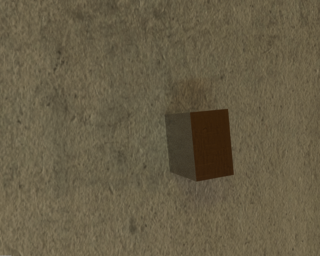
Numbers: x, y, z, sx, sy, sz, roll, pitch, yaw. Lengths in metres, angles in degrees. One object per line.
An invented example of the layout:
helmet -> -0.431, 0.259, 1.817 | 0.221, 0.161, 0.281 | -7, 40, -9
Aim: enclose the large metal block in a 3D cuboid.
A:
large metal block -> 0.047, 0.019, 0.399 | 0.050, 0.080, 0.079 | -6, 92, -20
